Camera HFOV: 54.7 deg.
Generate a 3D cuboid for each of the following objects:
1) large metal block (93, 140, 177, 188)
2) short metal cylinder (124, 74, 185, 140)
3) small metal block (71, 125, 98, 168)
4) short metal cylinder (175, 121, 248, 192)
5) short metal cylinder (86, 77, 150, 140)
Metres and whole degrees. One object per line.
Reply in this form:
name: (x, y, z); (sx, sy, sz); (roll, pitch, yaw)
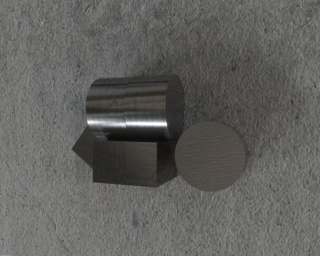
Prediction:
large metal block: (-0.028, 0.040, 0.391); (0.080, 0.080, 0.050); (1, 91, 20)
short metal cylinder: (-0.004, -0.025, 0.383); (0.050, 0.080, 0.079); (1, 90, 20)
small metal block: (-0.089, 0.026, 0.442); (0.050, 0.025, 0.050); (39, 102, 15)
short metal cylinder: (0.064, 0.032, 0.374); (0.080, 0.050, 0.079); (0, 90, 20)
short metal cylinder: (-0.051, -0.025, 0.400); (0.050, 0.080, 0.079); (1, 90, 20)
